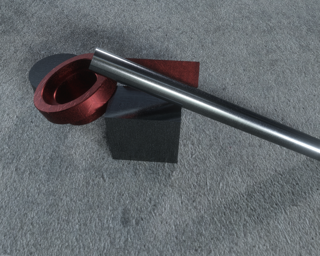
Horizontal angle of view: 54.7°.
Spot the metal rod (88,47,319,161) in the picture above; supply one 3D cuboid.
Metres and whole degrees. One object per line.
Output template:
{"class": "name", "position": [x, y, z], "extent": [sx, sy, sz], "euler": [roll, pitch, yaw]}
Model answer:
{"class": "metal rod", "position": [0.070, -0.018, 0.345], "extent": [0.302, 0.025, 0.025], "euler": [20, 49, -15]}

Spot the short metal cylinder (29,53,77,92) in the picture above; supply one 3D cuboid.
{"class": "short metal cylinder", "position": [-0.136, -0.061, 0.438], "extent": [0.081, 0.050, 0.080], "euler": [0, 50, 0]}

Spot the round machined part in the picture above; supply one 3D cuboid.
{"class": "round machined part", "position": [-0.095, -0.042, 0.370], "extent": [0.098, 0.042, 0.098], "euler": [-13, 47, 15]}

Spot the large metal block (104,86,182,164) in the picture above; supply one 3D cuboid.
{"class": "large metal block", "position": [-0.017, -0.003, 0.370], "extent": [0.080, 0.080, 0.050], "euler": [4, 50, 2]}

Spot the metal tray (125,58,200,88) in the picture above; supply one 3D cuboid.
{"class": "metal tray", "position": [0.003, -0.074, 0.414], "extent": [0.091, 0.030, 0.130], "euler": [4, 11, 3]}
